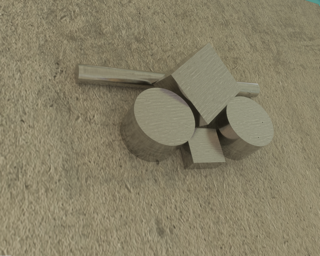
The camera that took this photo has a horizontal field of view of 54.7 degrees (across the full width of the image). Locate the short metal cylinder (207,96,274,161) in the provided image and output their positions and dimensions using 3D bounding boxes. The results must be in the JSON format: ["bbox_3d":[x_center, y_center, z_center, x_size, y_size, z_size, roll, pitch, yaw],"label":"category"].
[{"bbox_3d":[0.116,0.001,0.451,0.081,0.050,0.080,14,56,-21],"label":"short metal cylinder"}]

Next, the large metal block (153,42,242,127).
[{"bbox_3d":[0.052,-0.057,0.429,0.080,0.050,0.080,-44,103,-26],"label":"large metal block"}]

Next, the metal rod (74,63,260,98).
[{"bbox_3d":[0.029,-0.067,0.461,0.303,0.025,0.025,1,62,-28],"label":"metal rod"}]

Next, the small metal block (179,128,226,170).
[{"bbox_3d":[0.054,0.028,0.418,0.050,0.025,0.050,2,61,-27],"label":"small metal block"}]

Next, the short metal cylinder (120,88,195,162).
[{"bbox_3d":[-0.004,-0.003,0.388,0.081,0.050,0.080,14,56,-21],"label":"short metal cylinder"}]
